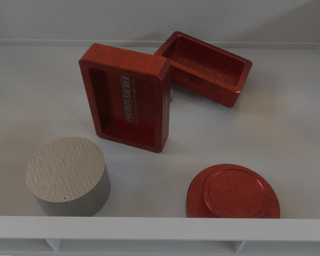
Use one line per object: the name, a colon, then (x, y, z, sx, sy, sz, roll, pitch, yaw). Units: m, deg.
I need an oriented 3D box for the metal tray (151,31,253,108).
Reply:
metal tray: (0.062, -0.090, 0.458, 0.130, 0.030, 0.090, 25, 47, 8)

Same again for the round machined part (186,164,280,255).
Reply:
round machined part: (0.078, 0.078, 0.329, 0.099, 0.042, 0.098, 0, 50, 0)

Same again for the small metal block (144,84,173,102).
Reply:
small metal block: (-0.012, -0.060, 0.455, 0.050, 0.025, 0.050, -11, 51, -9)

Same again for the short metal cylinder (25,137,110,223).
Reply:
short metal cylinder: (-0.098, 0.056, 0.340, 0.081, 0.050, 0.080, 0, 50, 0)

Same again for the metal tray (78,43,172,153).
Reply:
metal tray: (-0.036, -0.029, 0.361, 0.090, 0.129, 0.030, 14, 52, 11)
